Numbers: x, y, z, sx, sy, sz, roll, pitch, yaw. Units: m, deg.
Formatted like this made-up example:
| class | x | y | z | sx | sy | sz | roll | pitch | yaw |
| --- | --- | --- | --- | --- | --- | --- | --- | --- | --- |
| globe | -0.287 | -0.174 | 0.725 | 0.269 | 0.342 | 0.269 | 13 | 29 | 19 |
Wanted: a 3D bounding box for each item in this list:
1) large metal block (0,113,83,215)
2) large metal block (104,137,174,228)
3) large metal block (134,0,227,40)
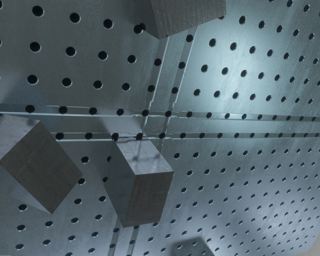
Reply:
| class | x | y | z | sx | sy | sz | roll | pitch | yaw |
| --- | --- | --- | --- | --- | --- | --- | --- | --- | --- |
| large metal block | -0.139 | 0.034 | 0.312 | 0.050 | 0.080 | 0.080 | -56 | 138 | -33 |
| large metal block | -0.031 | 0.067 | 0.402 | 0.050 | 0.080 | 0.079 | -1 | 119 | -29 |
| large metal block | 0.016 | -0.147 | 0.314 | 0.081 | 0.050 | 0.080 | -25 | 128 | -14 |
